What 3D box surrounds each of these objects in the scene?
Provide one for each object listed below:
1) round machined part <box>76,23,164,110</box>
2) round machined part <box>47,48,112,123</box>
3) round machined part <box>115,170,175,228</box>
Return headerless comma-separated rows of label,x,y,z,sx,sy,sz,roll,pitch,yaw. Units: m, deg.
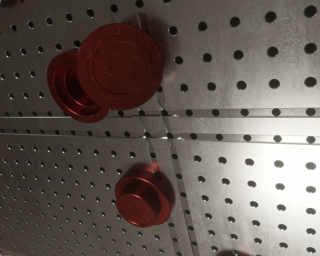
round machined part,-0.045,-0.068,0.349,0.099,0.042,0.097,-1,102,-6
round machined part,-0.097,-0.059,0.413,0.098,0.042,0.097,13,124,20
round machined part,-0.029,0.117,0.486,0.098,0.042,0.097,13,124,20
